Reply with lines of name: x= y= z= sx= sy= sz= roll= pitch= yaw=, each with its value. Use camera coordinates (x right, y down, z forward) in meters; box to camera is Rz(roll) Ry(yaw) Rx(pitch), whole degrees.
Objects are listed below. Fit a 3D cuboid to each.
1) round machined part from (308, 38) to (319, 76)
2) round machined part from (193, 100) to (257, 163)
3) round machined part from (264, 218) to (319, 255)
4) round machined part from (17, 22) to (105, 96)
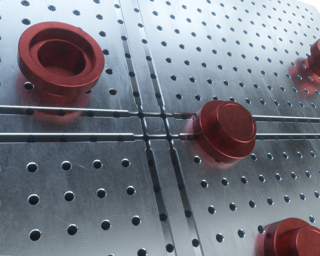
round machined part: x=0.375 y=-0.151 z=0.695 sx=0.099 sy=0.042 sz=0.098 roll=14 pitch=56 yaw=-21
round machined part: x=0.101 y=-0.001 z=0.455 sx=0.099 sy=0.042 sz=0.098 roll=14 pitch=56 yaw=-21
round machined part: x=0.188 y=0.165 z=0.400 sx=0.099 sy=0.042 sz=0.098 roll=14 pitch=56 yaw=-21
round machined part: x=-0.122 y=-0.080 z=0.381 sx=0.099 sy=0.042 sz=0.098 roll=14 pitch=56 yaw=-21
